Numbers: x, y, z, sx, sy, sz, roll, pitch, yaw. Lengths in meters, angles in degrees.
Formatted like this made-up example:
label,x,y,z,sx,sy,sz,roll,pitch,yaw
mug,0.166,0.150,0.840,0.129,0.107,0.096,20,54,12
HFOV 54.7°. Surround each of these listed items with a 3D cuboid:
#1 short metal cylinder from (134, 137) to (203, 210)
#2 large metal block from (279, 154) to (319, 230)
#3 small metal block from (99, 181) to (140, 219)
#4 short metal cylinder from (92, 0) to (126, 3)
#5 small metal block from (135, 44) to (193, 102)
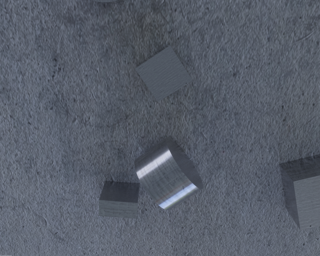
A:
label,x,y,z,sx,sy,sz,roll,pitch,yaw
short metal cylinder,0.012,0.058,0.402,0.050,0.080,0.080,-36,107,12
large metal block,0.221,0.086,0.431,0.080,0.050,0.080,-15,110,5
small metal block,-0.056,0.099,0.432,0.050,0.050,0.025,5,110,-2
short metal cylinder,-0.057,-0.176,0.331,0.081,0.050,0.079,0,110,-1
small metal block,0.005,-0.069,0.385,0.050,0.025,0.050,-32,107,10
